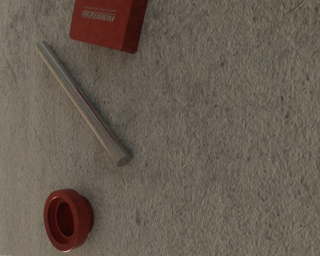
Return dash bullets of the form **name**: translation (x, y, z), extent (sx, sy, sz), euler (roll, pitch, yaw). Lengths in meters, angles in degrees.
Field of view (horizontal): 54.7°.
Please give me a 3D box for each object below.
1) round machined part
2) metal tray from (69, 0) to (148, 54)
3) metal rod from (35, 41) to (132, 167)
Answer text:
- **round machined part**: translation (-0.147, 0.148, 0.512), extent (0.098, 0.042, 0.097), euler (0, 90, 39)
- **metal tray**: translation (-0.081, -0.168, 0.466), extent (0.130, 0.030, 0.089), euler (22, 104, 37)
- **metal rod**: translation (-0.137, -0.053, 0.514), extent (0.300, 0.025, 0.025), euler (49, 119, 28)
